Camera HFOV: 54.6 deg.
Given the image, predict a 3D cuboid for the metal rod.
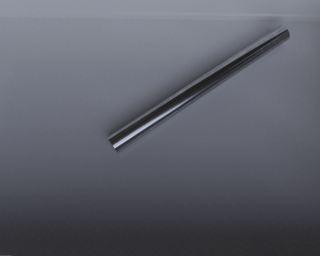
[{"bbox_3d":[0.061,-0.059,0.431,0.301,0.025,0.025,-34,74,-12],"label":"metal rod"}]
